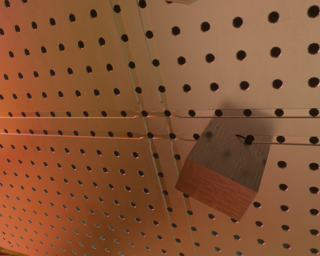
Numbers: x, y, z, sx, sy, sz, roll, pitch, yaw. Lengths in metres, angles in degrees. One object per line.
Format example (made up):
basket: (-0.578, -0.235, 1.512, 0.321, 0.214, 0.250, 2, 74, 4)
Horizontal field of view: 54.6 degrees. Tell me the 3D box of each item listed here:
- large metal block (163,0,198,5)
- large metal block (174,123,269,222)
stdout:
large metal block: (0.003, -0.168, 0.290, 0.080, 0.050, 0.079, 18, 126, 17)
large metal block: (0.075, 0.048, 0.367, 0.080, 0.080, 0.050, 26, 128, 12)
